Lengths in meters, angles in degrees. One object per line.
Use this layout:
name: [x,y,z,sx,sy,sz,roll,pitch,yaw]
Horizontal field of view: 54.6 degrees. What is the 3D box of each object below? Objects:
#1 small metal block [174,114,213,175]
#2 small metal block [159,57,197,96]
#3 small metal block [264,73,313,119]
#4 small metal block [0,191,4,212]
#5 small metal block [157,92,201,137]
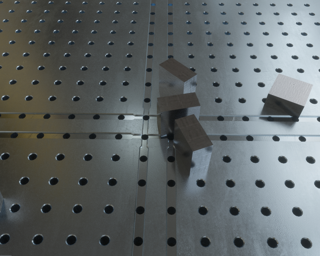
small metal block: [0.038,0.020,0.375,0.025,0.050,0.050,-17,52,-13]
small metal block: [0.025,-0.065,0.446,0.025,0.050,0.050,-35,58,-26]
small metal block: [0.186,-0.047,0.448,0.050,0.025,0.050,24,54,19]
small metal block: [-0.203,0.070,0.328,0.050,0.050,0.025,-16,28,-13]
small metal block: [0.023,-0.017,0.406,0.050,0.050,0.025,-9,51,-8]
